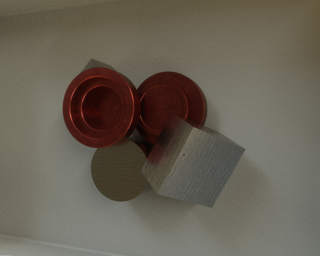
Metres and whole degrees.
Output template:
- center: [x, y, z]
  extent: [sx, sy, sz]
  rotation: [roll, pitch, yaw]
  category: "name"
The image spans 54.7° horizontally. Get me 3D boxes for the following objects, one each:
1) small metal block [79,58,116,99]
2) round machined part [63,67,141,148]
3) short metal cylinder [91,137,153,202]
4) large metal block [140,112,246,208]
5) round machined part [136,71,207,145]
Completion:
- center: [-0.087, -0.063, 0.424]
  extent: [0.025, 0.050, 0.050]
  rotation: [46, 104, 14]
  category: "small metal block"
- center: [-0.069, -0.025, 0.392]
  extent: [0.098, 0.042, 0.097]
  rotation: [0, 90, 19]
  category: "round machined part"
- center: [-0.043, 0.052, 0.409]
  extent: [0.080, 0.050, 0.079]
  rotation: [0, 90, 19]
  category: "short metal cylinder"
- center: [0.037, 0.038, 0.359]
  extent: [0.080, 0.080, 0.050]
  rotation: [-63, 32, 9]
  category: "large metal block"
- center: [0.008, -0.024, 0.394]
  extent: [0.098, 0.042, 0.097]
  rotation: [0, 90, 19]
  category: "round machined part"
